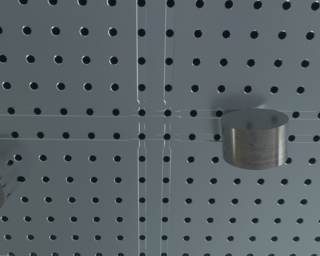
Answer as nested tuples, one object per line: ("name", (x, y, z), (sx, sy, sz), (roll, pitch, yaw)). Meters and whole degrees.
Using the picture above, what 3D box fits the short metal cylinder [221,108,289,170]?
("short metal cylinder", (0.119, 0.011, 0.390), (0.080, 0.080, 0.050), (-6, 110, 2))

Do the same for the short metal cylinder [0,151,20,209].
("short metal cylinder", (-0.243, 0.074, 0.424), (0.081, 0.050, 0.079), (0, 110, -1))
